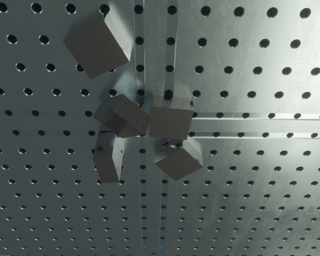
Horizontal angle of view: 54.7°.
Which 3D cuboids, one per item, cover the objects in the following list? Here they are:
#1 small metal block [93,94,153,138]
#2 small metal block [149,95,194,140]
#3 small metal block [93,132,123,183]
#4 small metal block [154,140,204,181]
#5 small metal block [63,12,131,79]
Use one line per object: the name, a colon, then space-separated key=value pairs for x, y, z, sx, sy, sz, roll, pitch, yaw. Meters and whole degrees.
small metal block: x=-0.047 y=-0.013 z=0.385 sx=0.050 sy=0.025 sz=0.050 roll=39 pitch=151 yaw=-28
small metal block: x=0.013 y=-0.013 z=0.401 sx=0.050 sy=0.025 sz=0.050 roll=5 pitch=130 yaw=-5
small metal block: x=-0.071 y=0.040 z=0.429 sx=0.025 sy=0.050 sz=0.050 roll=-5 pitch=130 yaw=4
small metal block: x=0.027 y=0.045 z=0.451 sx=0.050 sy=0.025 sz=0.050 roll=-31 pitch=124 yaw=23
small metal block: x=-0.066 y=-0.088 z=0.336 sx=0.050 sy=0.025 sz=0.050 roll=-21 pitch=128 yaw=16
